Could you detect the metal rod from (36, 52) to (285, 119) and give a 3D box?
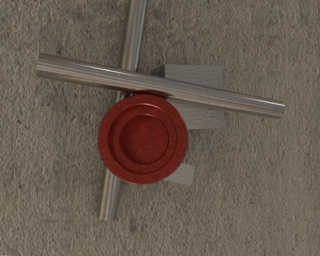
[{"bbox_3d":[0.018,-0.044,0.363,0.302,0.025,0.025,8,87,-20],"label":"metal rod"}]

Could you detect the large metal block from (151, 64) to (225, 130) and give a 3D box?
[{"bbox_3d":[0.036,-0.039,0.410,0.081,0.050,0.079,-2,91,-21],"label":"large metal block"}]

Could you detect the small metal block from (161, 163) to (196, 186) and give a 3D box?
[{"bbox_3d":[0.010,0.053,0.401,0.050,0.050,0.025,16,85,-20],"label":"small metal block"}]

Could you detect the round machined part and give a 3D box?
[{"bbox_3d":[-0.017,0.013,0.353,0.098,0.042,0.097,-1,84,9],"label":"round machined part"}]

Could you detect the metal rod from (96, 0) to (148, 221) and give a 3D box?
[{"bbox_3d":[-0.046,-0.036,0.392,0.025,0.025,0.298,9,87,-20],"label":"metal rod"}]
